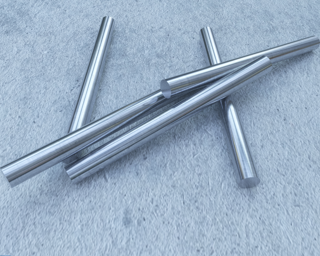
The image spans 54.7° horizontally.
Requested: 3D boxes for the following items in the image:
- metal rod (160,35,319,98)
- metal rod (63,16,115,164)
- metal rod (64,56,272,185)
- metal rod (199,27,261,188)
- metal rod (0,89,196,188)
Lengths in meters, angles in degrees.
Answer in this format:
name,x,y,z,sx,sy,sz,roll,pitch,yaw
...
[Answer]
name,x,y,z,sx,sy,sz,roll,pitch,yaw
metal rod,0.134,-0.097,0.460,0.302,0.025,0.025,-21,53,-26
metal rod,-0.101,-0.078,0.467,0.025,0.025,0.300,2,50,2
metal rod,0.022,-0.018,0.396,0.302,0.025,0.025,-30,56,-15
metal rod,0.091,-0.052,0.447,0.025,0.025,0.300,-3,50,-3
metal rod,-0.045,-0.014,0.393,0.302,0.025,0.025,-30,56,-31
